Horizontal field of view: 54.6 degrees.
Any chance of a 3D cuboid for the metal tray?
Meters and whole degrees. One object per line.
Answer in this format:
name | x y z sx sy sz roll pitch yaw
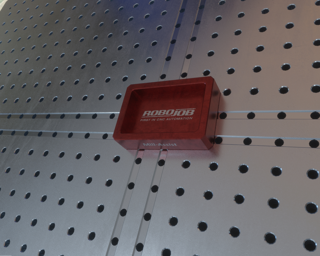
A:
metal tray | 0.008 -0.018 0.412 0.130 0.030 0.090 -2 61 27
